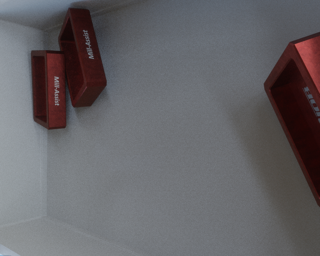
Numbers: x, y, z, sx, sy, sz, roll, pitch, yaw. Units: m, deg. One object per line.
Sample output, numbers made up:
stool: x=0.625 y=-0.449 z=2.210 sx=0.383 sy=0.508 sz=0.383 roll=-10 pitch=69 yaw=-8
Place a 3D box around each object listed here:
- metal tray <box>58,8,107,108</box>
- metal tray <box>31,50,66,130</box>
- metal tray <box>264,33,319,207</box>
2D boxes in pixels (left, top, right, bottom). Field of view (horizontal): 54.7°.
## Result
metal tray: x=-0.125 y=-0.108 z=0.488 sx=0.090 sy=0.030 sz=0.129 roll=-34 pitch=68 yaw=56
metal tray: x=-0.196 y=-0.069 z=0.542 sx=0.090 sy=0.030 sz=0.129 roll=17 pitch=109 yaw=51
metal tray: x=0.134 y=0.000 z=0.253 sx=0.030 sy=0.090 sz=0.130 roll=-19 pitch=75 yaw=0
